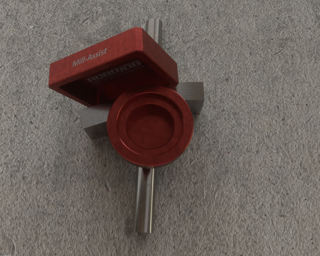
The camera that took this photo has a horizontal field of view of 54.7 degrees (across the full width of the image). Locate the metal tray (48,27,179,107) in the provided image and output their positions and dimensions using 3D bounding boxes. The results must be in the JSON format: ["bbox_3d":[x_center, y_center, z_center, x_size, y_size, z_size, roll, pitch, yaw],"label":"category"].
[{"bbox_3d":[-0.055,-0.064,0.373,0.130,0.090,0.030,-15,67,26],"label":"metal tray"}]

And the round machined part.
[{"bbox_3d":[-0.011,0.000,0.371,0.099,0.042,0.098,1,73,-2],"label":"round machined part"}]

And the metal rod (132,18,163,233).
[{"bbox_3d":[-0.014,-0.017,0.415,0.025,0.025,0.299,2,70,0],"label":"metal rod"}]

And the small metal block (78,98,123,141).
[{"bbox_3d":[-0.072,-0.010,0.399,0.050,0.050,0.025,-18,71,-7],"label":"small metal block"}]

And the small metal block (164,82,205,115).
[{"bbox_3d":[0.030,-0.038,0.410,0.050,0.050,0.025,-1,70,-1],"label":"small metal block"}]
